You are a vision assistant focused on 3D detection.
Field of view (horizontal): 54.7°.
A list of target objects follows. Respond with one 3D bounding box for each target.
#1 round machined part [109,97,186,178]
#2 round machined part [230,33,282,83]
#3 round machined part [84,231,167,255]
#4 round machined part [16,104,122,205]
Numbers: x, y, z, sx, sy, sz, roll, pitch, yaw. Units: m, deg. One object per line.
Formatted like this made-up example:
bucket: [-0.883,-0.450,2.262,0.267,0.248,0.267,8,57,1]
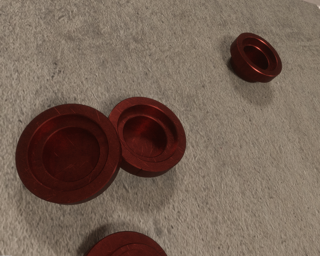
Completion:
round machined part: [-0.021,0.014,0.374,0.099,0.042,0.098,14,56,-21]
round machined part: [0.167,-0.121,0.560,0.099,0.042,0.098,14,56,-21]
round machined part: [-0.029,0.146,0.289,0.099,0.042,0.098,14,56,-21]
round machined part: [-0.087,0.028,0.313,0.099,0.042,0.098,0,72,-1]
